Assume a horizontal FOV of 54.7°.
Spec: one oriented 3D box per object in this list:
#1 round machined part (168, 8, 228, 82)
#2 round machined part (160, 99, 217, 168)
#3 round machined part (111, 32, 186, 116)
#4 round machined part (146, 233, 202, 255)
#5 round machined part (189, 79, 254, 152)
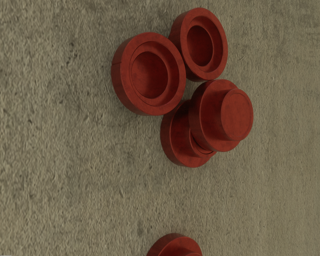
[{"bbox_3d":[0.048,-0.112,0.432,0.099,0.042,0.097,1,88,-42],"label":"round machined part"},{"bbox_3d":[0.051,0.007,0.436,0.099,0.042,0.097,0,90,-40],"label":"round machined part"},{"bbox_3d":[-0.018,-0.063,0.378,0.099,0.042,0.097,0,91,-40],"label":"round machined part"},{"bbox_3d":[0.025,0.196,0.415,0.099,0.042,0.097,0,90,-40],"label":"round machined part"},{"bbox_3d":[0.087,-0.017,0.412,0.099,0.042,0.097,0,89,-40],"label":"round machined part"}]
